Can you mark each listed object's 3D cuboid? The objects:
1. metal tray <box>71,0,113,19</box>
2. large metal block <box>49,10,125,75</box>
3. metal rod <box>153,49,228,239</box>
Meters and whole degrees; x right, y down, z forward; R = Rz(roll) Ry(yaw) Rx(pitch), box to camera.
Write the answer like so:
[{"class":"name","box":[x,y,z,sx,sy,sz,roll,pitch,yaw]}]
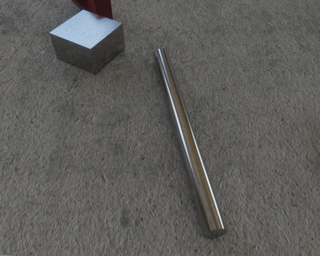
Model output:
[{"class":"metal tray","box":[-0.136,-0.260,0.577,0.030,0.089,0.130,-28,56,-21]},{"class":"large metal block","box":[-0.115,-0.141,0.504,0.080,0.050,0.080,25,54,19]},{"class":"metal rod","box":[0.029,-0.006,0.408,0.025,0.025,0.300,-8,51,-7]}]
